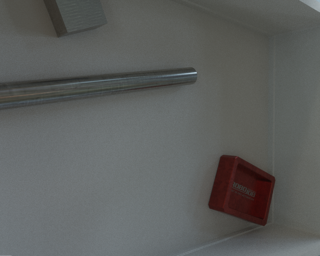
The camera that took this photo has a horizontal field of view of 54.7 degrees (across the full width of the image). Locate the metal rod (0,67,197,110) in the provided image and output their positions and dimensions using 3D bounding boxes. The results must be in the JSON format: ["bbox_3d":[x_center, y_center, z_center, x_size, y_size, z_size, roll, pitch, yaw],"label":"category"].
[{"bbox_3d":[-0.069,-0.048,0.349,0.302,0.025,0.025,-14,99,-39],"label":"metal rod"}]

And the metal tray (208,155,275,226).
[{"bbox_3d":[0.143,0.108,0.526,0.131,0.030,0.090,28,73,-37],"label":"metal tray"}]

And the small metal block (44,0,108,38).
[{"bbox_3d":[-0.091,-0.129,0.331,0.050,0.025,0.050,-29,109,-36],"label":"small metal block"}]
